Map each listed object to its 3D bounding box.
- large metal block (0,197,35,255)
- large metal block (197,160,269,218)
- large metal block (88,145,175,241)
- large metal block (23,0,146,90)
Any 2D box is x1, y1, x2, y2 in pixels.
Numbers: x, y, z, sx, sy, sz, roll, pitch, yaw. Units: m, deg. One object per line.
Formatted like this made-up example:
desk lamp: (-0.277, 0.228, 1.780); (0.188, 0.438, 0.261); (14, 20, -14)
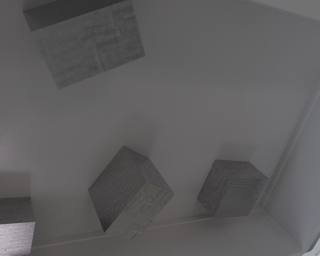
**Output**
large metal block: (-0.196, 0.130, 0.360); (0.081, 0.050, 0.079); (5, 110, -31)
large metal block: (0.122, 0.102, 0.522); (0.081, 0.050, 0.079); (7, 115, -32)
large metal block: (-0.040, 0.083, 0.402); (0.050, 0.080, 0.080); (32, 100, -38)
large metal block: (-0.070, -0.086, 0.281); (0.080, 0.080, 0.050); (-24, 127, -13)
